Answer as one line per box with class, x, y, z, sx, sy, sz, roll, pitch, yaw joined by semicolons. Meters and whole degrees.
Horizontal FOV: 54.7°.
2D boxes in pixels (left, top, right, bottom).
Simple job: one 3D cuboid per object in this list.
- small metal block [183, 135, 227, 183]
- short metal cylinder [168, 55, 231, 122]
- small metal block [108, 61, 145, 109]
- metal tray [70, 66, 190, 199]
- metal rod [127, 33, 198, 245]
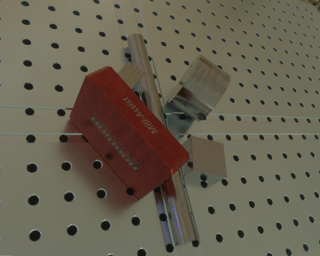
small metal block;0.059;0.043;0.417;0.050;0.025;0.050;14;56;-21
short metal cylinder;0.055;-0.056;0.438;0.050;0.080;0.080;33;51;-7
small metal block;-0.050;-0.049;0.395;0.025;0.050;0.050;36;51;-5
metal tray;-0.039;0.008;0.341;0.130;0.090;0.030;48;51;5
metal rod;-0.004;-0.003;0.409;0.025;0.025;0.299;0;62;-29
